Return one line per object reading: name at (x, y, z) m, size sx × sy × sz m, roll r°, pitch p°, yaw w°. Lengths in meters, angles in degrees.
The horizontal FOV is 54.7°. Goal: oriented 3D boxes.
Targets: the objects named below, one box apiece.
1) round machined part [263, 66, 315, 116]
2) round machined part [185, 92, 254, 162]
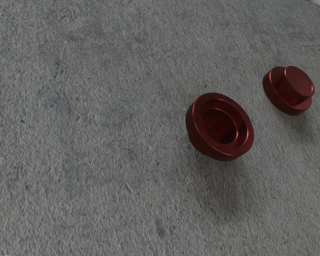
round machined part at (0.242, -0.075, 0.568) m, size 0.099 × 0.042 × 0.098 m, roll 14°, pitch 56°, yaw -21°
round machined part at (0.078, 0.002, 0.434) m, size 0.099 × 0.042 × 0.098 m, roll 14°, pitch 56°, yaw -21°
